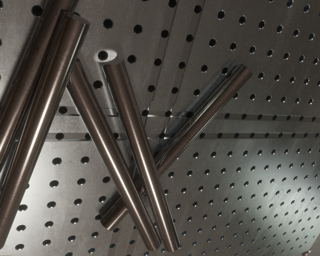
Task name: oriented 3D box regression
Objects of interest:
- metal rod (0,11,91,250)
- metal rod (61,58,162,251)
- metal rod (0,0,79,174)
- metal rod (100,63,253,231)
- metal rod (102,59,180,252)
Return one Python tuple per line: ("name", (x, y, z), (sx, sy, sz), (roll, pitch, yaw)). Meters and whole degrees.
("metal rod", (-0.141, 0.023, 0.332), (0.025, 0.025, 0.298), (13, 116, -34))
("metal rod", (-0.052, 0.054, 0.394), (0.025, 0.025, 0.298), (-27, 121, -12))
("metal rod", (-0.155, -0.009, 0.321), (0.025, 0.025, 0.298), (20, 108, -36))
("metal rod", (0.020, 0.030, 0.442), (0.299, 0.025, 0.025), (-49, 129, 6))
("metal rod", (-0.017, 0.055, 0.410), (0.025, 0.025, 0.298), (-24, 119, -15))
